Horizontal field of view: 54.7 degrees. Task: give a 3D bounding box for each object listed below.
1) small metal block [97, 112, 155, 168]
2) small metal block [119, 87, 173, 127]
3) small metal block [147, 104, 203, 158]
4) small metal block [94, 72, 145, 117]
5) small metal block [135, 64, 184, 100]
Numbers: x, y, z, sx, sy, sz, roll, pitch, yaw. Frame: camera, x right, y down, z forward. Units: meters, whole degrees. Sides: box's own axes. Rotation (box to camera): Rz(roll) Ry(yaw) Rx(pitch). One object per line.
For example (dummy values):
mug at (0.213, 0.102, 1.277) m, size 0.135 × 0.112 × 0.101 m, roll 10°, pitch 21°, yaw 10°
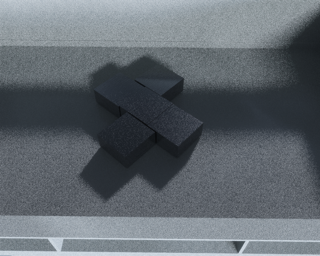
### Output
small metal block at (-0.042, 0.014, 0.391) m, size 0.050 × 0.025 × 0.050 m, roll 35°, pitch 59°, yaw 26°
small metal block at (-0.018, -0.023, 0.420) m, size 0.050 × 0.025 × 0.050 m, roll 34°, pitch 58°, yaw 25°
small metal block at (0.020, 0.003, 0.400) m, size 0.050 × 0.025 × 0.050 m, roll 34°, pitch 58°, yaw 25°
small metal block at (-0.057, -0.047, 0.442) m, size 0.050 × 0.025 × 0.050 m, roll 34°, pitch 58°, yaw 25°
small metal block at (-0.001, -0.063, 0.455) m, size 0.050 × 0.025 × 0.050 m, roll 34°, pitch 57°, yaw 25°
